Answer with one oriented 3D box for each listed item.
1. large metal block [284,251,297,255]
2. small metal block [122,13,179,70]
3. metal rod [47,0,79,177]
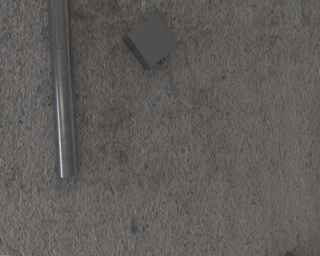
[{"bbox_3d":[0.225,0.245,0.464,0.050,0.080,0.080,-41,103,-15],"label":"large metal block"},{"bbox_3d":[-0.012,-0.112,0.405,0.050,0.025,0.050,-40,103,-16],"label":"small metal block"},{"bbox_3d":[-0.116,-0.092,0.365,0.025,0.025,0.298,-3,91,-20],"label":"metal rod"}]
